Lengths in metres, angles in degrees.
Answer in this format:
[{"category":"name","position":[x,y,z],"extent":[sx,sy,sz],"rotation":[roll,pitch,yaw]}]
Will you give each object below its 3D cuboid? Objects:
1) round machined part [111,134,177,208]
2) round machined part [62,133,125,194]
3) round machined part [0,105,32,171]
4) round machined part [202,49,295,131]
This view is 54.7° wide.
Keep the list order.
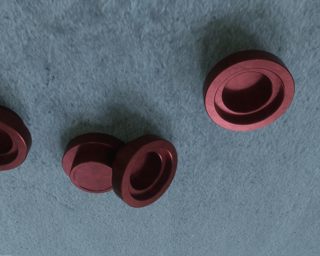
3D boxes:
[{"category":"round machined part","position":[-0.025,0.054,0.419],"extent":[0.099,0.042,0.097],"rotation":[-22,123,-38]},{"category":"round machined part","position":[-0.090,0.056,0.443],"extent":[0.099,0.042,0.097],"rotation":[-1,130,0]},{"category":"round machined part","position":[-0.216,0.008,0.399],"extent":[0.099,0.042,0.097],"rotation":[-1,130,0]},{"category":"round machined part","position":[0.098,-0.046,0.358],"extent":[0.099,0.042,0.097],"rotation":[-1,130,0]}]
